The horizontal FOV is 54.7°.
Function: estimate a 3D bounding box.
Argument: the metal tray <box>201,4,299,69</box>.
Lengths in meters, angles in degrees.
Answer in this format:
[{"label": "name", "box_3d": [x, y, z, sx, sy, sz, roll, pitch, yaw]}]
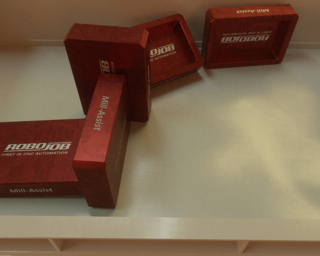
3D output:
[{"label": "metal tray", "box_3d": [0.134, -0.140, 0.481, 0.131, 0.090, 0.030, -5, 51, -4]}]

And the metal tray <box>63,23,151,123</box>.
[{"label": "metal tray", "box_3d": [-0.059, -0.063, 0.390, 0.090, 0.129, 0.030, 6, 51, 5]}]

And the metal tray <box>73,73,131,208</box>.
[{"label": "metal tray", "box_3d": [-0.059, 0.012, 0.351, 0.030, 0.090, 0.130, 3, 50, 3]}]

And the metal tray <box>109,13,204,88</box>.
[{"label": "metal tray", "box_3d": [-0.010, -0.110, 0.465, 0.131, 0.030, 0.090, -23, 86, -18]}]

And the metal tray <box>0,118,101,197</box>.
[{"label": "metal tray", "box_3d": [-0.140, 0.033, 0.365, 0.131, 0.030, 0.090, -2, 50, 4]}]
